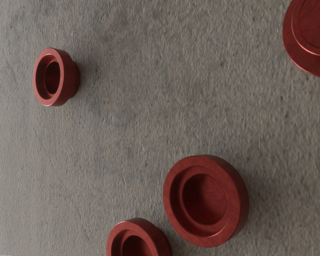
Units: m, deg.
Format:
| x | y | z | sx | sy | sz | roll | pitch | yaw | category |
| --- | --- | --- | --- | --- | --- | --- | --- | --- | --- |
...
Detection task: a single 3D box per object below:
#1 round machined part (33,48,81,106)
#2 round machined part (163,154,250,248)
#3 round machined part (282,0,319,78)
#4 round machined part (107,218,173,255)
| x | y | z | sx | sy | sz | roll | pitch | yaw | category |
| --- | --- | --- | --- | --- | --- | --- | --- | --- | --- |
| -0.175 | -0.086 | 0.535 | 0.098 | 0.042 | 0.097 | 0 | 90 | 39 | round machined part |
| 0.054 | 0.078 | 0.348 | 0.098 | 0.042 | 0.097 | 0 | 90 | 39 | round machined part |
| 0.155 | -0.092 | 0.266 | 0.098 | 0.042 | 0.097 | 0 | 90 | 39 | round machined part |
| -0.023 | 0.168 | 0.411 | 0.098 | 0.042 | 0.097 | 0 | 90 | 39 | round machined part |
